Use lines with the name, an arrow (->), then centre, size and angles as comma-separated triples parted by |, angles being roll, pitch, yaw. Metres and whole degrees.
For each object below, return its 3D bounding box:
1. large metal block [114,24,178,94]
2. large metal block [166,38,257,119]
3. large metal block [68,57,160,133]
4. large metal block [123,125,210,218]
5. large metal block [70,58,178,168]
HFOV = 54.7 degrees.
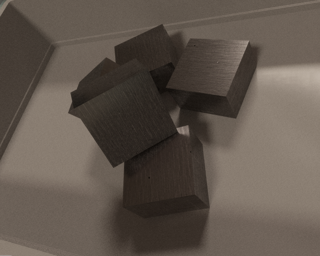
large metal block -> -0.017, -0.093, 0.454 | 0.080, 0.050, 0.080 | -21, 54, 15
large metal block -> 0.067, -0.065, 0.394 | 0.080, 0.050, 0.080 | 13, 68, 33
large metal block -> -0.060, -0.036, 0.404 | 0.080, 0.080, 0.050 | -24, 47, 50
large metal block -> 0.006, 0.052, 0.354 | 0.080, 0.050, 0.080 | -15, 56, 19
large metal block -> -0.039, -0.017, 0.338 | 0.080, 0.080, 0.050 | -30, 30, -5
